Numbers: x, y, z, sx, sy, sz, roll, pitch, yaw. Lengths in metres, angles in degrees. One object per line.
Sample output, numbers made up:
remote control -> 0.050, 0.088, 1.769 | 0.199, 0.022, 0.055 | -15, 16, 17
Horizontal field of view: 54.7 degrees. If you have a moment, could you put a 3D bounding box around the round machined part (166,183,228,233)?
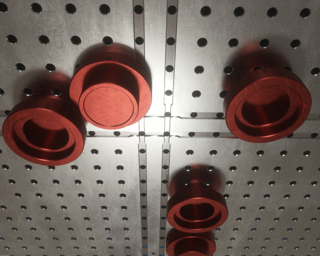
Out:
round machined part -> 0.060, 0.128, 0.511 | 0.099, 0.042, 0.097 | -1, 130, 0

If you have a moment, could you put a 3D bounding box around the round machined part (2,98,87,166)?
round machined part -> -0.144, 0.001, 0.399 | 0.099, 0.042, 0.097 | -1, 130, 0

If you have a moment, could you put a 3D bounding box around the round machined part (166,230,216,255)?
round machined part -> 0.061, 0.240, 0.606 | 0.099, 0.042, 0.097 | -1, 130, 0

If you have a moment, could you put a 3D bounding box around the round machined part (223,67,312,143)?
round machined part -> 0.125, -0.031, 0.376 | 0.099, 0.042, 0.097 | -1, 130, 0

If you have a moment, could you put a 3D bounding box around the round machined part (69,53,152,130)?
round machined part -> -0.058, -0.036, 0.369 | 0.099, 0.042, 0.097 | -1, 130, 0
